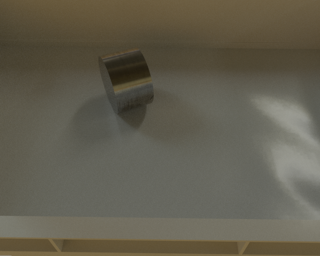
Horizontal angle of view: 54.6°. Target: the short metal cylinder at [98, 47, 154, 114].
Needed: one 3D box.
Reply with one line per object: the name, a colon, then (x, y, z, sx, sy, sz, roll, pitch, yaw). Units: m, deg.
short metal cylinder: (-0.047, -0.065, 0.424, 0.050, 0.080, 0.080, -19, 53, -15)
